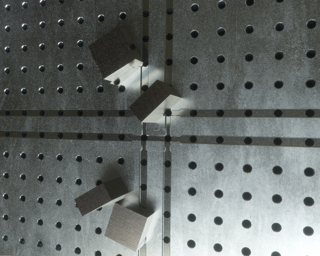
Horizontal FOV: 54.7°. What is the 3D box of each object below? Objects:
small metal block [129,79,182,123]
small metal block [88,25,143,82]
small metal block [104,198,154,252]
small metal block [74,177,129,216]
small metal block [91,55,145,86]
[{"bbox_3d":[-0.005,-0.033,0.400,0.050,0.050,0.025,-43,77,15],"label":"small metal block"},{"bbox_3d":[-0.058,-0.096,0.405,0.050,0.025,0.050,-29,81,17],"label":"small metal block"},{"bbox_3d":[-0.042,0.133,0.426,0.050,0.025,0.050,20,97,18],"label":"small metal block"},{"bbox_3d":[-0.079,0.093,0.426,0.050,0.050,0.025,-31,80,17],"label":"small metal block"},{"bbox_3d":[-0.059,-0.096,0.432,0.050,0.025,0.050,-37,79,16],"label":"small metal block"}]
